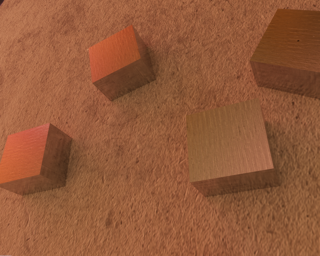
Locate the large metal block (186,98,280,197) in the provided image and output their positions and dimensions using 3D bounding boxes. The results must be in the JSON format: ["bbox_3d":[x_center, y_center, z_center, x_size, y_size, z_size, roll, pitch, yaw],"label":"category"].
[{"bbox_3d":[0.076,0.023,0.334,0.080,0.050,0.080,-14,56,20],"label":"large metal block"}]

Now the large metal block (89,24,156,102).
[{"bbox_3d":[-0.060,-0.100,0.481,0.080,0.050,0.080,-24,53,13],"label":"large metal block"}]

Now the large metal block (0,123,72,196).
[{"bbox_3d":[-0.183,0.047,0.455,0.080,0.050,0.080,-15,56,20],"label":"large metal block"}]

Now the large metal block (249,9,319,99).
[{"bbox_3d":[0.162,-0.086,0.356,0.080,0.050,0.080,20,72,35],"label":"large metal block"}]
